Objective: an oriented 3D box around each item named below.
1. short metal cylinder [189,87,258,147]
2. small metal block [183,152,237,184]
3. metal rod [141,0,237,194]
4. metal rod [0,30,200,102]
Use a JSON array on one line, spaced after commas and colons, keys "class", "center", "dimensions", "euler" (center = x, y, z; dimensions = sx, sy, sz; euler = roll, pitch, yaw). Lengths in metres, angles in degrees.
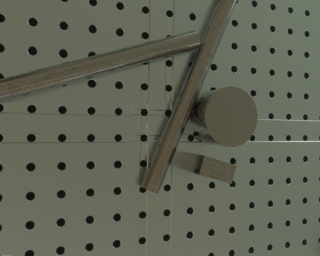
[{"class": "short metal cylinder", "center": [0.087, -0.015, 0.431], "dimensions": [0.081, 0.050, 0.079], "euler": [0, 90, -20]}, {"class": "small metal block", "center": [0.067, 0.054, 0.424], "dimensions": [0.050, 0.050, 0.025], "euler": [18, 84, -19]}, {"class": "metal rod", "center": [0.044, -0.055, 0.428], "dimensions": [0.025, 0.025, 0.299], "euler": [25, 82, -18]}, {"class": "metal rod", "center": [-0.085, -0.075, 0.380], "dimensions": [0.302, 0.025, 0.025], "euler": [-20, 97, -19]}]
